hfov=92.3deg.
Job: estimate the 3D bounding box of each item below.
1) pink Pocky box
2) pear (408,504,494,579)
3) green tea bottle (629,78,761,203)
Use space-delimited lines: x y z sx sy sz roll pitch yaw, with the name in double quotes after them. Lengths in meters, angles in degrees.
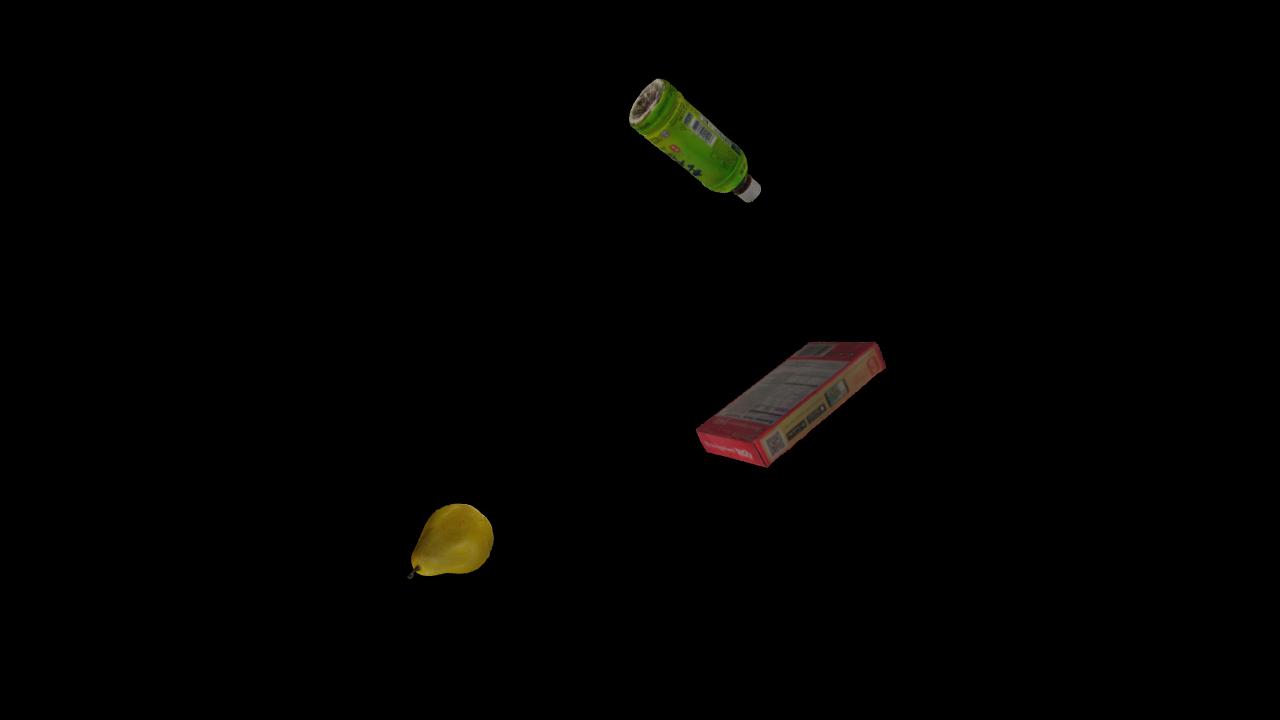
0.130 0.033 0.533 0.155 0.029 0.084 -34 16 -23 "pink Pocky box"
-0.217 0.204 0.667 0.080 0.080 0.111 0 10 34 "pear"
0.084 -0.279 0.818 0.212 0.073 0.073 29 -16 -31 "green tea bottle"
